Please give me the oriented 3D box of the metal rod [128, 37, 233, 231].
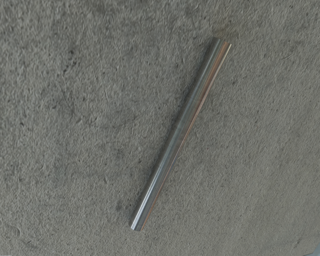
[{"bbox_3d":[0.020,0.021,0.430,0.025,0.025,0.298,11,113,-33],"label":"metal rod"}]
